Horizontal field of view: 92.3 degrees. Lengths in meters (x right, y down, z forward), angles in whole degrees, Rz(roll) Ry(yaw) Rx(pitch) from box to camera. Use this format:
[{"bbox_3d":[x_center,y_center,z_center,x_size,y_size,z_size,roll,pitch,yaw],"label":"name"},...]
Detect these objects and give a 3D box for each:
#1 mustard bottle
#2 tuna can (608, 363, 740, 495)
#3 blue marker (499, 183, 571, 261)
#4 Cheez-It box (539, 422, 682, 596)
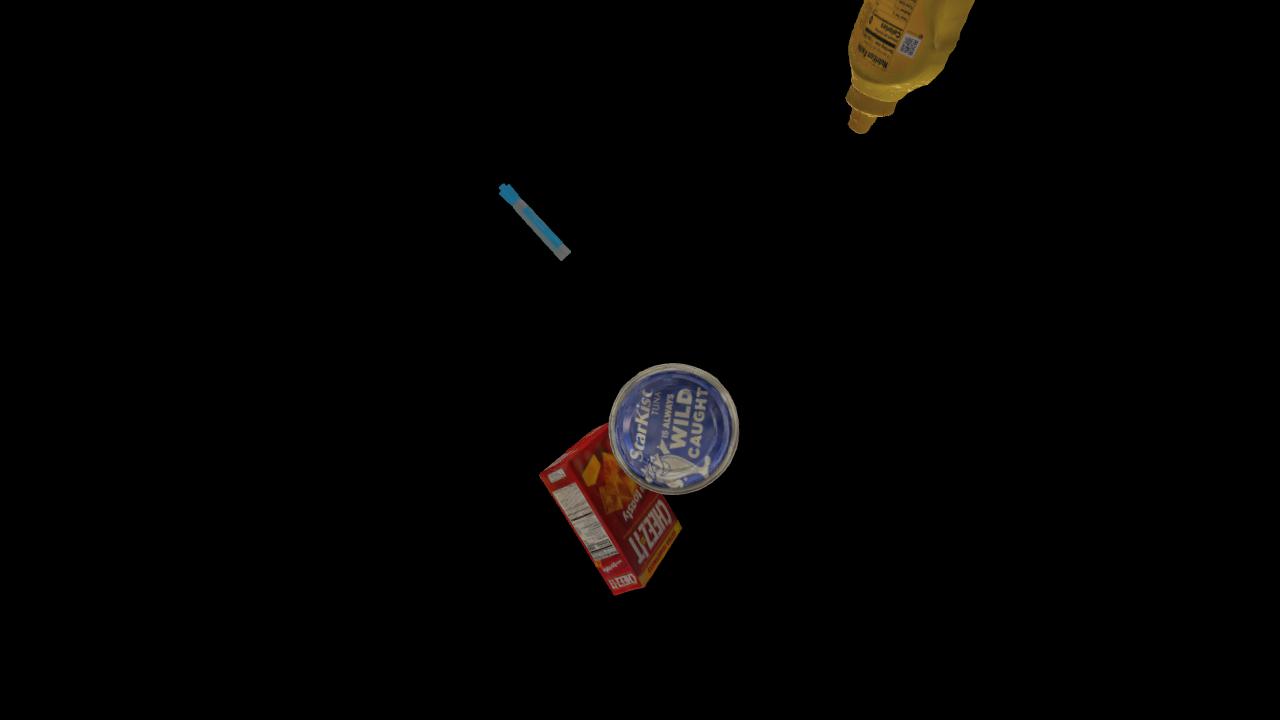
[{"bbox_3d":[0.209,-0.265,0.480,0.054,0.184,0.092,-18,54,-29],"label":"mustard bottle"},{"bbox_3d":[0.021,0.045,0.407,0.084,0.084,0.034,0,-4,-1],"label":"tuna can"},{"bbox_3d":[-0.137,-0.179,0.795,0.020,0.121,0.020,-41,10,9],"label":"blue marker"},{"bbox_3d":[-0.038,0.225,0.969,0.071,0.223,0.166,-28,4,32],"label":"Cheez-It box"}]
